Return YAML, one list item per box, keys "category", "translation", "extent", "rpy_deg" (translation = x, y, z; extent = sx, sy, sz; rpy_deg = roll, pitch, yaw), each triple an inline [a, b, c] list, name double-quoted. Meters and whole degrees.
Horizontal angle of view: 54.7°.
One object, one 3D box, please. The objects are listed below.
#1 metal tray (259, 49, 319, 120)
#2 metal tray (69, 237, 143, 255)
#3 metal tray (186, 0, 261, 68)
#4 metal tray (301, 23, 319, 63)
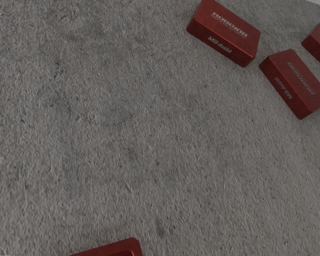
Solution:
- category: "metal tray"
  translation: [0.260, -0.087, 0.593]
  extent: [0.091, 0.030, 0.130]
  rpy_deg: [-23, 74, -36]
- category: "metal tray"
  translation: [-0.047, 0.173, 0.269]
  extent: [0.091, 0.030, 0.130]
  rpy_deg: [-5, 64, -31]
- category: "metal tray"
  translation: [0.121, -0.180, 0.575]
  extent: [0.130, 0.030, 0.090]
  rpy_deg: [30, 52, -9]
- category: "metal tray"
  translation: [0.397, -0.202, 0.737]
  extent: [0.090, 0.030, 0.131]
  rpy_deg: [46, 51, 3]
